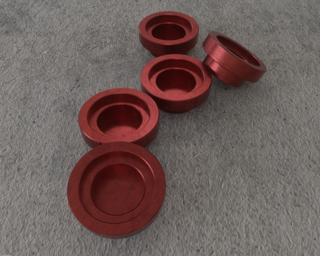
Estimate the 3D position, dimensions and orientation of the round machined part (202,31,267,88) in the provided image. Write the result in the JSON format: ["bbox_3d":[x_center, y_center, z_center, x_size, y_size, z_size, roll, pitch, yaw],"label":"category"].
[{"bbox_3d":[0.103,-0.097,0.455,0.099,0.042,0.098,25,31,-16],"label":"round machined part"}]

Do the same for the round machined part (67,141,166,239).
[{"bbox_3d":[-0.043,0.067,0.328,0.099,0.042,0.098,1,61,-1],"label":"round machined part"}]

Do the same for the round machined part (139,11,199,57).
[{"bbox_3d":[0.014,-0.151,0.519,0.099,0.042,0.098,0,50,0],"label":"round machined part"}]

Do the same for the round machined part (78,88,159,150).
[{"bbox_3d":[-0.050,-0.003,0.393,0.099,0.042,0.098,0,48,0],"label":"round machined part"}]

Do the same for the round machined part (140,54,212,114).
[{"bbox_3d":[0.022,-0.059,0.442,0.099,0.042,0.098,0,50,0],"label":"round machined part"}]
